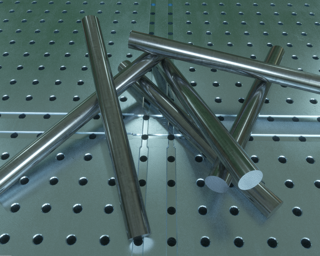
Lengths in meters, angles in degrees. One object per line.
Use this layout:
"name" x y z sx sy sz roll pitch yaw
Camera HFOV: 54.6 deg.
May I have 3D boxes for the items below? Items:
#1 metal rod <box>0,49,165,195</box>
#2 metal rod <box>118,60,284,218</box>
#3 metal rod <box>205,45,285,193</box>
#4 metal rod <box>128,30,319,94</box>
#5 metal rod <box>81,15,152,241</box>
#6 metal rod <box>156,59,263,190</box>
"metal rod" -0.092 -0.026 0.406 0.025 0.025 0.301 35 65 25
"metal rod" 0.034 -0.004 0.410 0.025 0.025 0.300 -30 56 -23
"metal rod" 0.126 -0.034 0.416 0.025 0.025 0.301 21 47 17
"metal rod" 0.105 -0.087 0.426 0.301 0.025 0.025 14 51 2
"metal rod" -0.060 -0.020 0.377 0.025 0.025 0.299 -12 65 -10
"metal rod" 0.038 -0.038 0.398 0.025 0.025 0.300 -14 39 -11
